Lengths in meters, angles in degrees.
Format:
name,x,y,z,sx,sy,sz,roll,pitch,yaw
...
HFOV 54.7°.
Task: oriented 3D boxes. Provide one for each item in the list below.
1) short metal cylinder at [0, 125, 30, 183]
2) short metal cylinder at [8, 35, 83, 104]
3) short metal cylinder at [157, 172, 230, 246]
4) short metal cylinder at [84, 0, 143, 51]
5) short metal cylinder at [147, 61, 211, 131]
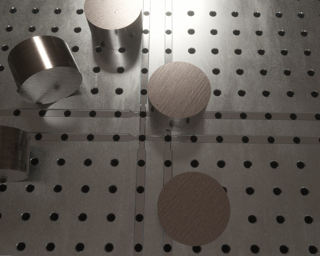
name,x,y,z,sx,sy,sz,roll,pitch,yaw
short metal cylinder,-0.198,0.034,0.368,0.081,0.080,0.050,-6,70,-3
short metal cylinder,-0.150,-0.075,0.408,0.080,0.080,0.050,-25,72,-9
short metal cylinder,0.037,0.096,0.364,0.081,0.050,0.080,0,70,0
short metal cylinder,-0.066,-0.163,0.457,0.081,0.050,0.080,0,70,0
short metal cylinder,0.024,-0.041,0.414,0.081,0.050,0.080,0,70,0
